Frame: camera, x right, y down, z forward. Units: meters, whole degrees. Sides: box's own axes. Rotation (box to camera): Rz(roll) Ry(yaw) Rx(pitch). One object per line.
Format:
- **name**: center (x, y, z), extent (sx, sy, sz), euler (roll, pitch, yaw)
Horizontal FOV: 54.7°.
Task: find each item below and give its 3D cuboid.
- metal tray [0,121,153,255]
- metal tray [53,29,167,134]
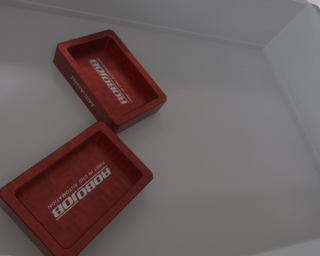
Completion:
- **metal tray**: center (-0.080, 0.062, 0.321), extent (0.090, 0.030, 0.131), euler (46, 51, 4)
- **metal tray**: center (-0.064, -0.063, 0.406), extent (0.091, 0.030, 0.130), euler (-32, 79, -38)
